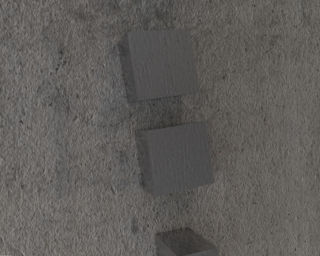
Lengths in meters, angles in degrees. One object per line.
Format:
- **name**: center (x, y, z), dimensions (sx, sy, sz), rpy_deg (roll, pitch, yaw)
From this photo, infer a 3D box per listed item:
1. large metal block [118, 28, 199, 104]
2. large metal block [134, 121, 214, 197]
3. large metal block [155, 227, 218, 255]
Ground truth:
- **large metal block**: center (-0.003, -0.078, 0.394), dimensions (0.081, 0.050, 0.080), rpy_deg (-10, 94, -20)
- **large metal block**: center (0.017, 0.037, 0.402), dimensions (0.081, 0.050, 0.080), rpy_deg (-9, 93, -20)
- **large metal block**: center (0.033, 0.181, 0.392), dimensions (0.050, 0.080, 0.079), rpy_deg (-5, 92, -20)
